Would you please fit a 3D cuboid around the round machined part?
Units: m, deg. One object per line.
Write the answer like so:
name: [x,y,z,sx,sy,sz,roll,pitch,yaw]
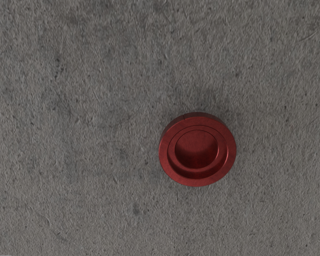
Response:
round machined part: [0.047,0.025,0.410,0.099,0.042,0.097,0,110,0]
